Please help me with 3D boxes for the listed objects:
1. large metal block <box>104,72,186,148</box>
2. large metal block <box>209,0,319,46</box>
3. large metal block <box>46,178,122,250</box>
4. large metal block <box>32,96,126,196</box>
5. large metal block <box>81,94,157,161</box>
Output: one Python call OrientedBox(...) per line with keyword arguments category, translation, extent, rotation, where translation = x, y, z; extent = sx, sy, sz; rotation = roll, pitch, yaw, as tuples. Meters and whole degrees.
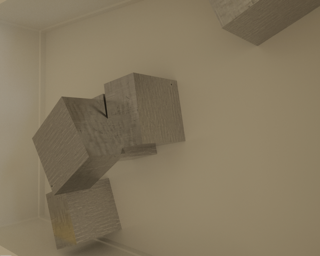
OrientedBox(category="large metal block", translation=(-0.017, -0.018, 0.384), extent=(0.050, 0.081, 0.080), rotation=(-13, 82, 39))
OrientedBox(category="large metal block", translation=(0.100, -0.127, 0.288), extent=(0.080, 0.081, 0.050), rotation=(-31, 71, 35))
OrientedBox(category="large metal block", translation=(-0.113, 0.125, 0.461), extent=(0.050, 0.081, 0.080), rotation=(-27, 73, 36))
OrientedBox(category="large metal block", translation=(-0.098, 0.021, 0.365), extent=(0.080, 0.050, 0.080), rotation=(-44, 64, 31))
OrientedBox(category="large metal block", translation=(-0.055, 0.003, 0.414), extent=(0.050, 0.081, 0.080), rotation=(-17, 80, 38))
